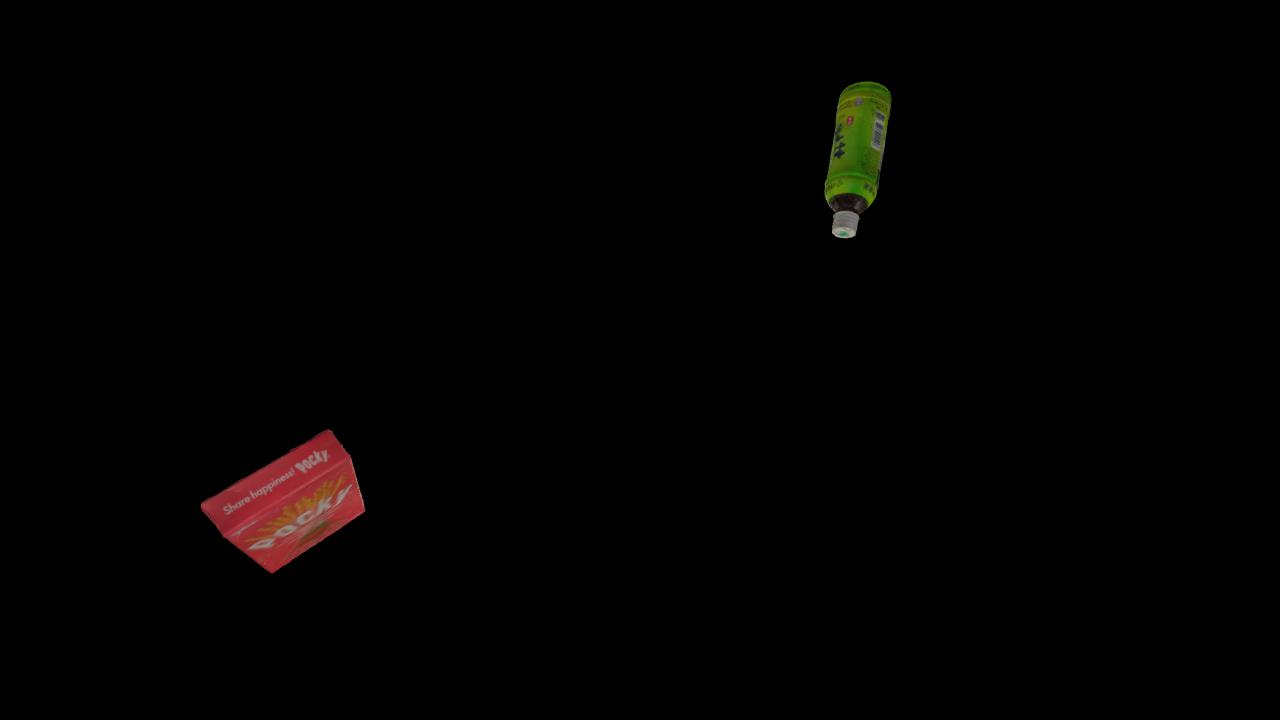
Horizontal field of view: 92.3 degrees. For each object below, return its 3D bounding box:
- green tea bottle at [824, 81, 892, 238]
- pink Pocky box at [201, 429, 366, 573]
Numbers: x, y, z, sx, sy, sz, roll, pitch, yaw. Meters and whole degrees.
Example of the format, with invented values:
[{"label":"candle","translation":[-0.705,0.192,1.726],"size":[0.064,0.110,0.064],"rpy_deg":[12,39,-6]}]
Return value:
[{"label":"green tea bottle","translation":[0.288,-0.264,0.822],"size":[0.073,0.212,0.073],"rpy_deg":[12,-15,3]},{"label":"pink Pocky box","translation":[-0.251,0.109,0.452],"size":[0.084,0.029,0.155],"rpy_deg":[-36,-10,-32]}]
